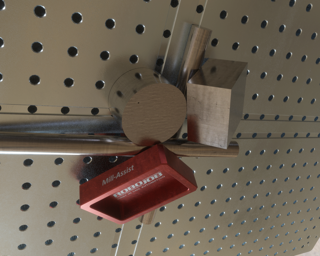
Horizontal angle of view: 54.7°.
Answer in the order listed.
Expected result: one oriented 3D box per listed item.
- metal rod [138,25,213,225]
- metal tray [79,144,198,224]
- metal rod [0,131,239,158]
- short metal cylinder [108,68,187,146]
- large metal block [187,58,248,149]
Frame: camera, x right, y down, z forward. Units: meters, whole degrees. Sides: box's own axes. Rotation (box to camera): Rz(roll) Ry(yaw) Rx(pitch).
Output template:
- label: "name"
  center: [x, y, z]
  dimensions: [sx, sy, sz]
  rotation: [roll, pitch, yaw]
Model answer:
- label: "metal rod"
  center: [0.014, 0.013, 0.426]
  dimensions: [0.025, 0.025, 0.298]
  rotation: [1, 118, -29]
- label: "metal tray"
  center: [-0.028, 0.079, 0.408]
  dimensions: [0.130, 0.030, 0.090]
  rotation: [-29, 138, 17]
- label: "metal rod"
  center: [-0.034, 0.023, 0.385]
  dimensions: [0.302, 0.025, 0.025]
  rotation: [3, 117, -22]
- label: "short metal cylinder"
  center: [-0.015, -0.026, 0.370]
  dimensions: [0.081, 0.050, 0.079]
  rotation: [-14, 124, -21]
- label: "large metal block"
  center: [0.072, -0.033, 0.388]
  dimensions: [0.080, 0.050, 0.079]
  rotation: [-50, 145, -48]
